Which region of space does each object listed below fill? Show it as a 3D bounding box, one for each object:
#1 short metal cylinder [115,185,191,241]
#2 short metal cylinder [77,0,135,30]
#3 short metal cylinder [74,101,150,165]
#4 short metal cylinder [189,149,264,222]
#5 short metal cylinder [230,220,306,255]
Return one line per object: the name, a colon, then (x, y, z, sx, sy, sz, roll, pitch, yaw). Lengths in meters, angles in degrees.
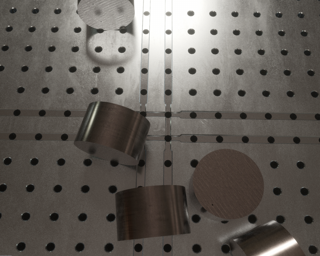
short metal cylinder: (-0.008, 0.096, 0.347, 0.081, 0.080, 0.050, -5, 70, -2)
short metal cylinder: (-0.078, -0.188, 0.450, 0.081, 0.080, 0.050, -4, 70, -2)
short metal cylinder: (-0.057, 0.009, 0.379, 0.080, 0.080, 0.050, 15, 71, 5)
short metal cylinder: (0.077, 0.070, 0.374, 0.081, 0.050, 0.080, 0, 70, 0)
short metal cylinder: (0.117, 0.147, 0.330, 0.050, 0.080, 0.080, -23, 72, -8)
